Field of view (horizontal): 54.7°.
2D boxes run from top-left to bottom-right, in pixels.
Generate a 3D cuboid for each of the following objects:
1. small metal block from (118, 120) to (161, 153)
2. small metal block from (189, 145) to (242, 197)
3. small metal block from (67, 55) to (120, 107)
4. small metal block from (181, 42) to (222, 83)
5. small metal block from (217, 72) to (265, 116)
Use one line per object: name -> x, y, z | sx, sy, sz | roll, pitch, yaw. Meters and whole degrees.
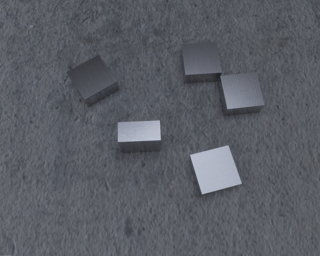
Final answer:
small metal block -> -0.025, 0.012, 0.390 | 0.050, 0.050, 0.025 | -3, 70, -1
small metal block -> 0.068, 0.054, 0.389 | 0.050, 0.025, 0.050 | -14, 71, -6
small metal block -> -0.092, -0.065, 0.431 | 0.050, 0.025, 0.050 | -32, 73, -11
small metal block -> 0.058, -0.093, 0.443 | 0.050, 0.025, 0.050 | -4, 70, -2
small metal block -> 0.110, -0.046, 0.426 | 0.050, 0.025, 0.050 | -6, 70, -3
